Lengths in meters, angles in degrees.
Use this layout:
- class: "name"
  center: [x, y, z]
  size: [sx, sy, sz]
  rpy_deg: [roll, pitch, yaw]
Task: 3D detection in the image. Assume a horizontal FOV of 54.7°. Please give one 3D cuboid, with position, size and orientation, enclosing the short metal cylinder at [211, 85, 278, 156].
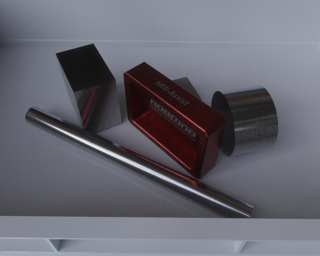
- class: "short metal cylinder"
  center: [0.099, -0.009, 0.376]
  size: [0.050, 0.080, 0.080]
  rpy_deg: [-10, 51, -7]

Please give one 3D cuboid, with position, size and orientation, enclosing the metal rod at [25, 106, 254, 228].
- class: "metal rod"
  center: [-0.039, 0.038, 0.371]
  size: [0.301, 0.025, 0.025]
  rpy_deg: [23, 54, 17]

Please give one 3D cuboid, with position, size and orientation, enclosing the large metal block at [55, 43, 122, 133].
- class: "large metal block"
  center: [-0.093, -0.050, 0.409]
  size: [0.050, 0.080, 0.080]
  rpy_deg: [-21, 53, -17]

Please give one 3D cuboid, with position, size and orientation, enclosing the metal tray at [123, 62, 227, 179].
- class: "metal tray"
  center: [0.012, -0.009, 0.368]
  size: [0.030, 0.089, 0.130]
  rpy_deg: [-36, 59, -27]

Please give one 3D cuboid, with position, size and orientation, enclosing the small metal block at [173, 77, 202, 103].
- class: "small metal block"
  center: [0.024, -0.042, 0.437]
  size: [0.050, 0.025, 0.050]
  rpy_deg: [-15, 52, -13]
